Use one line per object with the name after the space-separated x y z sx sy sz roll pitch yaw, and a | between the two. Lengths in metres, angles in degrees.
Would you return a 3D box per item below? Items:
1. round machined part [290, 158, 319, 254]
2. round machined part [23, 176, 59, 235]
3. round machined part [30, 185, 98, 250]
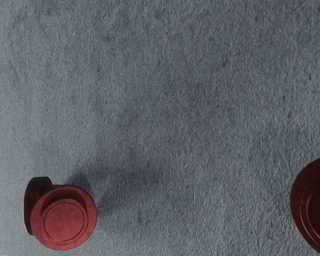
0.160 0.070 0.262 0.098 0.042 0.097 0 90 40 | round machined part
-0.194 0.132 0.532 0.042 0.098 0.097 -2 88 -3 | round machined part
-0.146 0.139 0.475 0.042 0.099 0.097 173 95 -74 | round machined part
